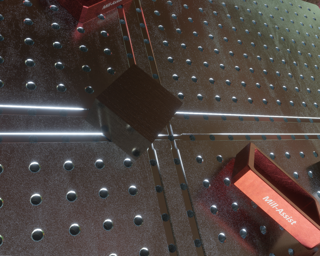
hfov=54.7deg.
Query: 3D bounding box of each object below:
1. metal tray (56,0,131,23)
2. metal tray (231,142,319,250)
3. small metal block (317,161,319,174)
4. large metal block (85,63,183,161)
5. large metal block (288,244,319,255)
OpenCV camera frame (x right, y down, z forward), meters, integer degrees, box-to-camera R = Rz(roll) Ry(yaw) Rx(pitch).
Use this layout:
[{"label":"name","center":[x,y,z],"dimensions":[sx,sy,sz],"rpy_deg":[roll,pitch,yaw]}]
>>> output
[{"label":"metal tray","center":[-0.106,-0.226,0.484],"dimensions":[0.090,0.030,0.131],"rpy_deg":[43,51,2]},{"label":"metal tray","center":[0.157,0.085,0.412],"dimensions":[0.130,0.030,0.090],"rpy_deg":[42,25,1]},{"label":"small metal block","center":[0.297,0.080,0.519],"dimensions":[0.050,0.025,0.050],"rpy_deg":[14,56,-21]},{"label":"large metal block","center":[-0.031,-0.021,0.388],"dimensions":[0.080,0.050,0.080],"rpy_deg":[39,51,-2]},{"label":"large metal block","center":[0.197,0.193,0.380],"dimensions":[0.081,0.050,0.080],"rpy_deg":[-20,73,-36]}]
